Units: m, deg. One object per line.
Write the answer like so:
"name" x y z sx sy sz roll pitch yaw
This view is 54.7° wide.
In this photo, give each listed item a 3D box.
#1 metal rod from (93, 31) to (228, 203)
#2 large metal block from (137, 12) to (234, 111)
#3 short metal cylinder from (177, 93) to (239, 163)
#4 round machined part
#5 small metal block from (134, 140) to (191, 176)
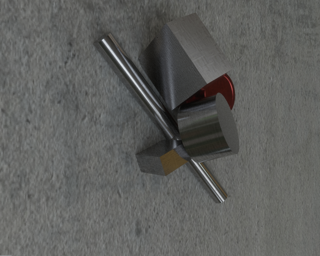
"metal rod" 0.015 0.003 0.421 0.025 0.025 0.300 -53 121 -27
"large metal block" 0.028 -0.079 0.382 0.050 0.080 0.080 -33 89 -34
"short metal cylinder" 0.063 0.000 0.397 0.080 0.050 0.080 43 39 -47
"round machined part" 0.074 -0.049 0.459 0.099 0.042 0.097 0 90 -40
"small metal block" 0.005 0.036 0.397 0.050 0.050 0.025 -27 107 -38
